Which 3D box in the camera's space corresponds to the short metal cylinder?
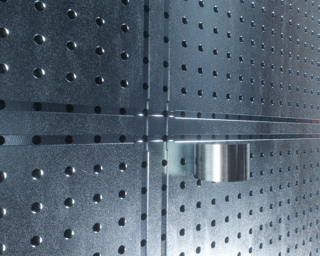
[{"bbox_3d":[0.089,0.046,0.451,0.081,0.080,0.050,-1,91,-40],"label":"short metal cylinder"}]
